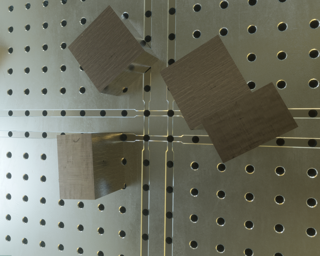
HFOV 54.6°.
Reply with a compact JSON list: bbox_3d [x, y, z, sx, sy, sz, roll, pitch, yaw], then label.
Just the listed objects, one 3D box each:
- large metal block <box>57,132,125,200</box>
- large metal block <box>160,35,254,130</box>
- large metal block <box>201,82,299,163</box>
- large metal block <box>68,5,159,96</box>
[{"bbox_3d":[-0.089,0.047,0.416,0.050,0.080,0.080,-4,89,20],"label":"large metal block"},{"bbox_3d":[0.059,-0.052,0.379,0.080,0.050,0.080,-30,80,17],"label":"large metal block"},{"bbox_3d":[0.101,-0.005,0.348,0.080,0.080,0.050,-30,81,17],"label":"large metal block"},{"bbox_3d":[-0.063,-0.102,0.422,0.080,0.050,0.080,-40,78,16],"label":"large metal block"}]
